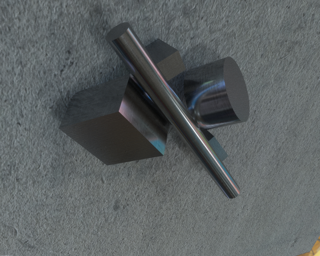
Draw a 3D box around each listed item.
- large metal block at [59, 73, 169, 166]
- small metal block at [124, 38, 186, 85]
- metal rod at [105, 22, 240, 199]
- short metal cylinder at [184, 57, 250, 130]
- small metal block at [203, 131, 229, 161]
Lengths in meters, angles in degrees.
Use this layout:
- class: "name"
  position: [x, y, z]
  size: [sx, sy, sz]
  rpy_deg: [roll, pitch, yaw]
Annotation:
- class: "large metal block"
  position: [-0.047, -0.005, 0.342]
  size: [0.080, 0.050, 0.080]
  rpy_deg: [-13, 138, 30]
- class: "small metal block"
  position: [-0.008, -0.071, 0.346]
  size: [0.050, 0.050, 0.025]
  rpy_deg: [-34, 129, -7]
- class: "metal rod"
  position: [0.035, 0.005, 0.367]
  size: [0.025, 0.025, 0.300]
  rpy_deg: [-40, 130, -1]
- class: "short metal cylinder"
  position: [0.071, -0.041, 0.380]
  size: [0.050, 0.080, 0.080]
  rpy_deg: [-14, 139, 32]
- class: "small metal block"
  position: [0.064, 0.021, 0.438]
  size: [0.025, 0.050, 0.050]
  rpy_deg: [-42, 130, 0]
